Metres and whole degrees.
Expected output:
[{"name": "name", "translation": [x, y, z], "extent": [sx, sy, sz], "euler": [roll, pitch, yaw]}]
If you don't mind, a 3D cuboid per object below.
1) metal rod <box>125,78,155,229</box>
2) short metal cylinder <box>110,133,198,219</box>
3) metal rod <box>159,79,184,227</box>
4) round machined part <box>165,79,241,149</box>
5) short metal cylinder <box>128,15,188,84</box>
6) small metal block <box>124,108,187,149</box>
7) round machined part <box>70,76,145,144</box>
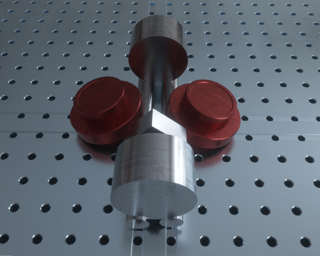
[{"name": "metal rod", "translation": [-0.021, -0.015, 0.419], "extent": [0.025, 0.025, 0.300], "euler": [1, 50, 1]}, {"name": "short metal cylinder", "translation": [-0.005, 0.049, 0.302], "extent": [0.080, 0.080, 0.050], "euler": [1, 50, 0]}, {"name": "metal rod", "translation": [0.014, -0.016, 0.420], "extent": [0.025, 0.025, 0.300], "euler": [1, 50, 1]}, {"name": "round machined part", "translation": [0.059, -0.025, 0.400], "extent": [0.099, 0.042, 0.098], "euler": [10, 49, -11]}, {"name": "short metal cylinder", "translation": [-0.002, -0.109, 0.435], "extent": [0.080, 0.080, 0.050], "euler": [1, 50, 0]}, {"name": "small metal block", "translation": [-0.006, 0.011, 0.351], "extent": [0.050, 0.050, 0.025], "euler": [30, 42, -30]}, {"name": "round machined part", "translation": [-0.072, -0.030, 0.405], "extent": [0.098, 0.042, 0.098], "euler": [-9, 49, 11]}]
